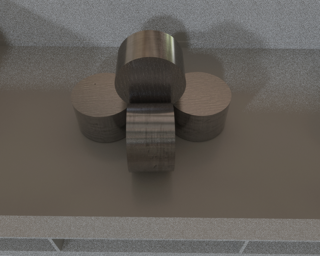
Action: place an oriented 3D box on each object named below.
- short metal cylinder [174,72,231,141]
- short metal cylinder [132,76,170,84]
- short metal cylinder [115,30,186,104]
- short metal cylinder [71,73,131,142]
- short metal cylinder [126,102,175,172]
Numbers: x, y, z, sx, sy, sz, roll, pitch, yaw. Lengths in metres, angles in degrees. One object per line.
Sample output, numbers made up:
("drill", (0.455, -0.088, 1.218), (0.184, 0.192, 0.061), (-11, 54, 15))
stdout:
("short metal cylinder", (0.050, -0.029, 0.411), (0.080, 0.050, 0.080), (0, 50, 0))
("short metal cylinder", (-0.013, -0.088, 0.441), (0.050, 0.080, 0.080), (-1, 50, -2))
("short metal cylinder", (-0.011, -0.067, 0.366), (0.081, 0.080, 0.050), (-1, 50, -1))
("short metal cylinder", (-0.071, -0.028, 0.409), (0.080, 0.050, 0.080), (0, 50, 0))
("short metal cylinder", (-0.010, 0.011, 0.358), (0.050, 0.080, 0.080), (-1, 50, -2))
